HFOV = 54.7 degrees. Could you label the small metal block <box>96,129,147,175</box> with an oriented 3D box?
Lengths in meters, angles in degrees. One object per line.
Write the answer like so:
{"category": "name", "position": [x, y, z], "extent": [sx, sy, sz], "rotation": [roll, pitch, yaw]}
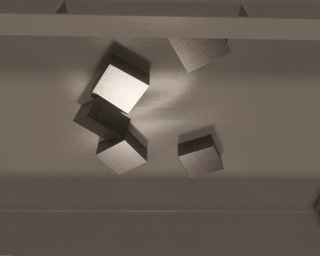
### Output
{"category": "small metal block", "position": [-0.053, 0.034, 0.438], "extent": [0.050, 0.025, 0.050], "rotation": [-27, 125, 21]}

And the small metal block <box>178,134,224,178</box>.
{"category": "small metal block", "position": [0.059, 0.041, 0.445], "extent": [0.050, 0.025, 0.050], "rotation": [-18, 128, 14]}

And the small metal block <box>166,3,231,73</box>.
{"category": "small metal block", "position": [0.041, -0.095, 0.329], "extent": [0.050, 0.025, 0.050], "rotation": [-24, 127, 18]}

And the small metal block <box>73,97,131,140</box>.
{"category": "small metal block", "position": [-0.072, -0.010, 0.384], "extent": [0.050, 0.025, 0.050], "rotation": [33, 157, -26]}

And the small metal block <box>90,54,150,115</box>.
{"category": "small metal block", "position": [-0.047, -0.051, 0.365], "extent": [0.050, 0.025, 0.050], "rotation": [27, 125, -21]}
